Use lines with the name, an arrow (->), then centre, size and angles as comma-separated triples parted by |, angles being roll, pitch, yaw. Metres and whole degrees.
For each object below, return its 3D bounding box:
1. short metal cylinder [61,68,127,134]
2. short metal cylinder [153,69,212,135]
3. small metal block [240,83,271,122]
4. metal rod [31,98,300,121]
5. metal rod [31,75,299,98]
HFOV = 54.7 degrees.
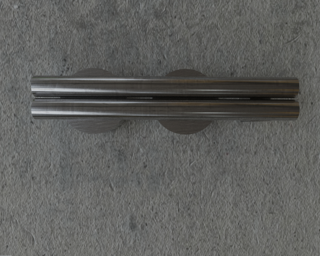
short metal cylinder -> -0.080, -0.033, 0.397 | 0.081, 0.050, 0.080 | 0, 90, 0
short metal cylinder -> 0.031, -0.032, 0.399 | 0.081, 0.050, 0.080 | 0, 90, 0
small metal block -> 0.122, -0.033, 0.401 | 0.025, 0.050, 0.050 | -2, 90, 0
metal rod -> 0.007, -0.022, 0.360 | 0.302, 0.025, 0.025 | 0, 90, -1
metal rod -> 0.006, -0.048, 0.360 | 0.302, 0.025, 0.025 | 0, 90, -1
